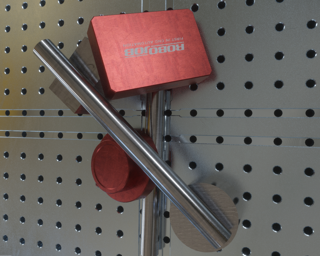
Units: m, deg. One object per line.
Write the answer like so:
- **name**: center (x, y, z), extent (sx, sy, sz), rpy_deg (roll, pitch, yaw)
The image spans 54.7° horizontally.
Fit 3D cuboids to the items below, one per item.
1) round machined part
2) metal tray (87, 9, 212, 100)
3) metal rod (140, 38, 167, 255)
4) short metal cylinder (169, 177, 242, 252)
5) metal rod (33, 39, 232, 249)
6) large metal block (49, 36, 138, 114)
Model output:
- **round machined part**: center (-0.052, 0.049, 0.404), extent (0.098, 0.042, 0.097), rpy_deg (0, 90, 37)
- **metal tray**: center (-0.011, -0.090, 0.371), extent (0.131, 0.030, 0.090), rpy_deg (-14, 83, -23)
- **metal rod**: center (-0.008, 0.020, 0.414), extent (0.025, 0.025, 0.298), rpy_deg (3, 91, 19)
- **short metal cylinder**: center (0.058, 0.103, 0.379), extent (0.080, 0.050, 0.079), rpy_deg (0, 90, 19)
- **metal rod**: center (-0.035, 0.013, 0.349), extent (0.300, 0.025, 0.025), rpy_deg (46, 104, 5)
- **large metal block**: center (-0.084, -0.064, 0.413), extent (0.050, 0.080, 0.080), rpy_deg (43, 103, 14)
